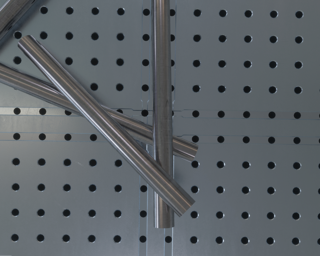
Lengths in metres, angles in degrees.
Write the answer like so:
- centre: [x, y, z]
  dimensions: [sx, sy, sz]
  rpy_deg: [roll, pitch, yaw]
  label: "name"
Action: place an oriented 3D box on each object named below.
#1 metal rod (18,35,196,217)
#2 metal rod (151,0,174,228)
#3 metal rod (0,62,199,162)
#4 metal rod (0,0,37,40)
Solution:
- centre: [-0.074, -0.011, 0.379]
  dimensions: [0.025, 0.025, 0.300]
  rpy_deg: [-46, 77, 0]
  label: "metal rod"
- centre: [0.003, -0.030, 0.393]
  dimensions: [0.025, 0.025, 0.299]
  rpy_deg: [-1, 82, 0]
  label: "metal rod"
- centre: [-0.093, -0.024, 0.412]
  dimensions: [0.301, 0.025, 0.025]
  rpy_deg: [23, 90, 0]
  label: "metal rod"
- centre: [-0.172, -0.182, 0.412]
  dimensions: [0.025, 0.025, 0.300]
  rpy_deg: [42, 90, 0]
  label: "metal rod"
